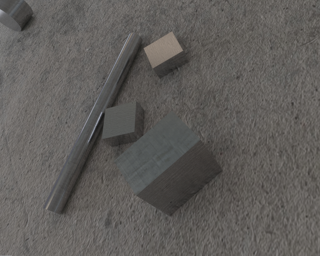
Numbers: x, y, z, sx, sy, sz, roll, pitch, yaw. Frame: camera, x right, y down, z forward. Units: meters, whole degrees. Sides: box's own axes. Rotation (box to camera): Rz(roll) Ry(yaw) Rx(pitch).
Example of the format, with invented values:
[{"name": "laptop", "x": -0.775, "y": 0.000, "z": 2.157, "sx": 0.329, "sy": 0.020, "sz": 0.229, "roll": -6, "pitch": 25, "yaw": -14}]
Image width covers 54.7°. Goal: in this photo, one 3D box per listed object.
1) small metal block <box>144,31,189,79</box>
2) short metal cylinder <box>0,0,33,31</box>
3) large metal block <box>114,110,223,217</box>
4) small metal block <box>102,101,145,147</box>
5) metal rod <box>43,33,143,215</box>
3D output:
[{"name": "small metal block", "x": 0.009, "y": -0.110, "z": 0.467, "sx": 0.050, "sy": 0.025, "sz": 0.050, "roll": -29, "pitch": 52, "yaw": 10}, {"name": "short metal cylinder", "x": -0.344, "y": -0.270, "z": 0.715, "sx": 0.080, "sy": 0.080, "sz": 0.050, "roll": 15, "pitch": 70, "yaw": 34}, {"name": "large metal block", "x": 0.012, "y": 0.041, "z": 0.337, "sx": 0.080, "sy": 0.080, "sz": 0.050, "roll": -41, "pitch": 51, "yaw": 0}, {"name": "small metal block", "x": -0.051, "y": -0.005, "z": 0.434, "sx": 0.050, "sy": 0.025, "sz": 0.050, "roll": -13, "pitch": 56, "yaw": 21}, {"name": "metal rod", "x": -0.092, "y": -0.020, "z": 0.464, "sx": 0.025, "sy": 0.025, "sz": 0.300, "roll": 8, "pitch": 65, "yaw": 31}]
